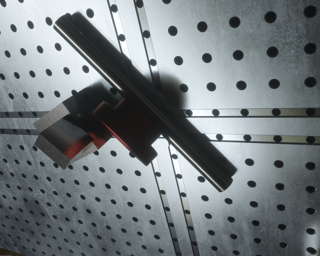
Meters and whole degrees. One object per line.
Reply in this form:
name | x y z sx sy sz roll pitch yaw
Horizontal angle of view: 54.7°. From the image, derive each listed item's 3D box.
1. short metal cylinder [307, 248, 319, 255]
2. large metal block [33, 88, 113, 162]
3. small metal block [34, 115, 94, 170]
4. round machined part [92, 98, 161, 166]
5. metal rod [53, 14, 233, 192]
short metal cylinder | 0.230 0.203 0.400 0.080 0.050 0.079 13 124 20
large metal block | -0.126 0.000 0.459 0.080 0.050 0.080 -26 105 36
small metal block | -0.124 0.018 0.405 0.050 0.050 0.025 41 129 0
round machined part | -0.038 0.000 0.397 0.098 0.042 0.098 43 172 9
metal rod | -0.019 -0.029 0.401 0.300 0.025 0.025 45 129 -4
